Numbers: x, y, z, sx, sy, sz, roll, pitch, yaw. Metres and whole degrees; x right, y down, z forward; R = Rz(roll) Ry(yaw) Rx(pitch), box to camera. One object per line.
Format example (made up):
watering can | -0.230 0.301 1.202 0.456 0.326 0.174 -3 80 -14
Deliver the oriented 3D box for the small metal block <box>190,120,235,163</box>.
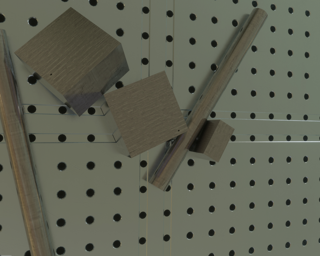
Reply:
small metal block | 0.068 0.017 0.424 0.025 0.050 0.050 31 80 -18

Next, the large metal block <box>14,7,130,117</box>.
large metal block | -0.095 -0.074 0.345 0.080 0.050 0.080 39 75 18

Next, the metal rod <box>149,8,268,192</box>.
metal rod | 0.073 -0.047 0.439 0.025 0.025 0.300 35 79 -17

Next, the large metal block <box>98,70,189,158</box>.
large metal block | -0.022 -0.018 0.391 0.081 0.050 0.080 -25 99 -18

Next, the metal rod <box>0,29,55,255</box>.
metal rod | -0.157 0.039 0.354 0.025 0.025 0.298 -12 94 -20
